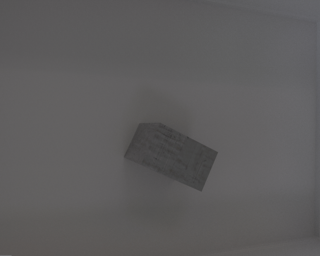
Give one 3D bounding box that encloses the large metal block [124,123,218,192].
[{"bbox_3d":[0.010,0.033,0.385,0.080,0.080,0.050,27,81,-18],"label":"large metal block"}]
